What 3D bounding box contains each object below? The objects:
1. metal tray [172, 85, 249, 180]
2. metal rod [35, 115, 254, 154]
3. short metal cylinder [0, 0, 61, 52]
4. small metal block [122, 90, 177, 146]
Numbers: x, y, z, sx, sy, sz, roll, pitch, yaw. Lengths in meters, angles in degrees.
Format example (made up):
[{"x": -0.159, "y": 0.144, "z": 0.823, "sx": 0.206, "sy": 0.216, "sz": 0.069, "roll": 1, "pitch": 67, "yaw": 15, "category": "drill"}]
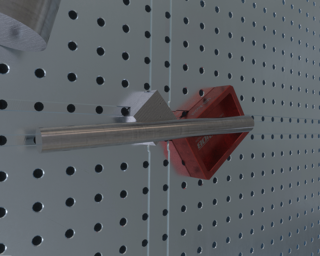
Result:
[{"x": 0.081, "y": 0.004, "z": 0.473, "sx": 0.131, "sy": 0.030, "sz": 0.090, "roll": -42, "pitch": 116, "yaw": -32, "category": "metal tray"}, {"x": 0.008, "y": 0.003, "z": 0.381, "sx": 0.303, "sy": 0.025, "sz": 0.025, "roll": -4, "pitch": 93, "yaw": -35, "category": "metal rod"}, {"x": -0.131, "y": -0.106, "z": 0.264, "sx": 0.080, "sy": 0.080, "sz": 0.050, "roll": 21, "pitch": 77, "yaw": -38, "category": "short metal cylinder"}, {"x": -0.012, "y": -0.013, "z": 0.399, "sx": 0.050, "sy": 0.025, "sz": 0.050, "roll": -51, "pitch": 120, "yaw": -28, "category": "small metal block"}]
